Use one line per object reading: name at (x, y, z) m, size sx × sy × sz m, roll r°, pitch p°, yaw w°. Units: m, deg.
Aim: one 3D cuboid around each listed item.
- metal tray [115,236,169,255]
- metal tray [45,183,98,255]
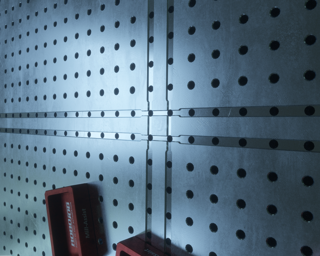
metal tray at (-0.008, 0.214, 0.413) m, size 0.130 × 0.030 × 0.089 m, roll 14°, pitch 99°, yaw 39°
metal tray at (-0.155, 0.167, 0.536) m, size 0.090 × 0.030 × 0.129 m, roll -18°, pitch 79°, yaw 38°
